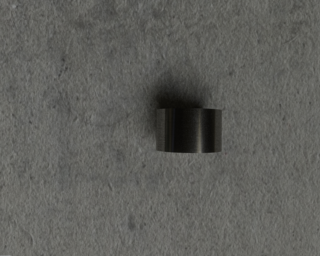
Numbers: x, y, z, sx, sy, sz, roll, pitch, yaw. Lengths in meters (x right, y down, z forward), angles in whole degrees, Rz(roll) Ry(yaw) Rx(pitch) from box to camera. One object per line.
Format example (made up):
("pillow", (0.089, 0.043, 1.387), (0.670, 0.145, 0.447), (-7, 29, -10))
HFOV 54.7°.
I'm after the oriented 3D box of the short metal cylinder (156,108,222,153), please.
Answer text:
("short metal cylinder", (0.036, 0.003, 0.383), (0.081, 0.080, 0.050), (1, 90, -1))
